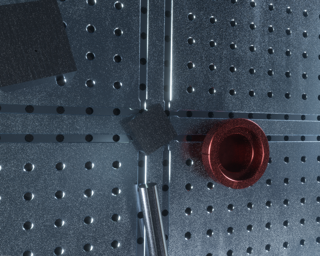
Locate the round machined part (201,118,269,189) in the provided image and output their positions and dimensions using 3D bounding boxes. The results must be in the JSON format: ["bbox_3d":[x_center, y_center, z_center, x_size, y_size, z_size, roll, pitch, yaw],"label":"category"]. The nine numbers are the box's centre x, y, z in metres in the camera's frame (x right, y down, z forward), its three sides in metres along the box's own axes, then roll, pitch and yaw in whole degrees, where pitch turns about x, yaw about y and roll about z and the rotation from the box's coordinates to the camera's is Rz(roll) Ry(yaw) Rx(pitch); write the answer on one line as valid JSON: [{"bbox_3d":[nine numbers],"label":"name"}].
[{"bbox_3d":[0.103,0.035,0.443,0.099,0.042,0.097,0,90,-21],"label":"round machined part"}]

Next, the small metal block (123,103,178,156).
[{"bbox_3d":[-0.013,0.002,0.409,0.050,0.025,0.050,-33,101,-17],"label":"small metal block"}]

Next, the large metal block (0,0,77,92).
[{"bbox_3d":[-0.146,-0.090,0.346,0.081,0.050,0.080,-17,96,-20],"label":"large metal block"}]

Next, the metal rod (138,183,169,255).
[{"bbox_3d":[0.007,0.222,0.416,0.025,0.025,0.298,-10,94,-20],"label":"metal rod"}]
